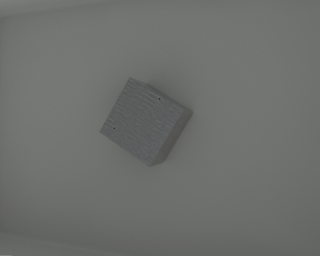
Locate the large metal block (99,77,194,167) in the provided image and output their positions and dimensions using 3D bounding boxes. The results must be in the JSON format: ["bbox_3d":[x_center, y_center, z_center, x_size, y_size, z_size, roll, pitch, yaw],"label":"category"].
[{"bbox_3d":[-0.017,-0.008,0.400,0.080,0.050,0.080,33,100,16],"label":"large metal block"}]
